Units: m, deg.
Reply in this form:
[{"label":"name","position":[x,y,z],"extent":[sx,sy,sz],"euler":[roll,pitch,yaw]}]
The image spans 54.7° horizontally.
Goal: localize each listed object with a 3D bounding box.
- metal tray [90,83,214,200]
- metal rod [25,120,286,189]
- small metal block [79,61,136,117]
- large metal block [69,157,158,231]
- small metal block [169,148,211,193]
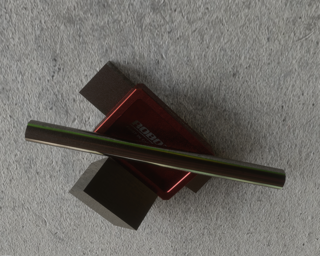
[{"label":"metal tray","position":[-0.008,0.020,0.388],"extent":[0.130,0.030,0.090],"euler":[42,104,-14]},{"label":"metal rod","position":[-0.001,0.033,0.364],"extent":[0.302,0.025,0.025],"euler":[11,110,-5]},{"label":"small metal block","position":[-0.064,-0.048,0.392],"extent":[0.050,0.025,0.050],"euler":[43,104,-15]},{"label":"large metal block","position":[-0.063,0.086,0.403],"extent":[0.080,0.080,0.050],"euler":[41,63,-14]},{"label":"small metal block","position":[0.046,0.054,0.431],"extent":[0.050,0.025,0.050],"euler":[37,106,-13]}]
